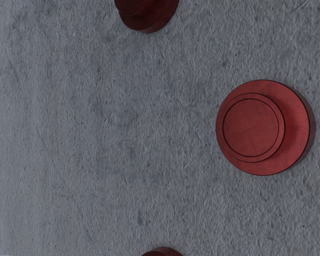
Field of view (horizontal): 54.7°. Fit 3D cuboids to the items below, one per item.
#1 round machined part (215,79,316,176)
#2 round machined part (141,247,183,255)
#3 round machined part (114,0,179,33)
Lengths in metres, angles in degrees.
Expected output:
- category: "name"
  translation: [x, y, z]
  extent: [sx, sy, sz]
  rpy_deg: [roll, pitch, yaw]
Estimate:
- category: "round machined part"
  translation: [0.099, 0.000, 0.313]
  extent: [0.098, 0.042, 0.097]
  rpy_deg: [0, 90, 40]
- category: "round machined part"
  translation: [0.000, 0.208, 0.394]
  extent: [0.098, 0.042, 0.097]
  rpy_deg: [0, 90, 40]
- category: "round machined part"
  translation: [-0.024, -0.181, 0.414]
  extent: [0.098, 0.042, 0.097]
  rpy_deg: [0, 90, 40]
